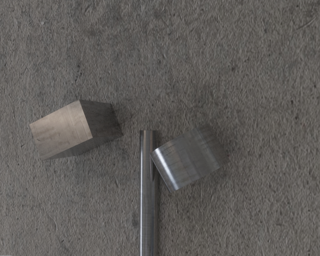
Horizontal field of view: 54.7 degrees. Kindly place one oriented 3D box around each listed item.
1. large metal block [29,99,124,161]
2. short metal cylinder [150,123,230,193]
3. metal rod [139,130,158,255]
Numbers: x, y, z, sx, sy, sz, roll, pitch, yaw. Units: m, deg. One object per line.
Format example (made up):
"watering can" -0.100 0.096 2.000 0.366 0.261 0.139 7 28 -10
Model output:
"large metal block" -0.109 0.003 0.418 0.080 0.080 0.050 -23 82 18
"short metal cylinder" 0.035 0.036 0.367 0.080 0.080 0.050 -31 80 17
"metal rod" -0.016 0.152 0.414 0.025 0.025 0.298 0 90 20
